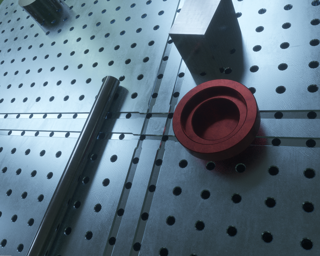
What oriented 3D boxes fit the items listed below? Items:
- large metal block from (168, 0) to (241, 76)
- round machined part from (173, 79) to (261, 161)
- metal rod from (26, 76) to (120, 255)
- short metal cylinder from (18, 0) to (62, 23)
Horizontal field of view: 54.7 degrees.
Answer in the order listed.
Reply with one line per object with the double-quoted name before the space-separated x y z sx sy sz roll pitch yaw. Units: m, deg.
"large metal block" 0.064 -0.129 0.418 0.050 0.080 0.080 13 68 33
"round machined part" 0.068 -0.006 0.365 0.098 0.042 0.098 -13 56 20
"metal rod" -0.119 0.055 0.434 0.025 0.025 0.300 5 64 30
"short metal cylinder" -0.274 -0.289 0.710 0.080 0.050 0.080 -13 56 20
